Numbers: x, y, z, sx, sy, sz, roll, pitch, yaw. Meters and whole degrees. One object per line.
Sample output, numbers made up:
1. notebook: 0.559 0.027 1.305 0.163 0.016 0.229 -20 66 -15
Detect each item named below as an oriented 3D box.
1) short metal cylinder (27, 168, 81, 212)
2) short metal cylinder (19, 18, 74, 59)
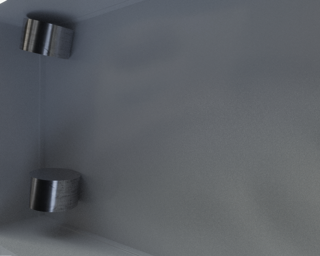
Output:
1. short metal cylinder: -0.175 0.100 0.512 0.080 0.081 0.050 10 97 39
2. short metal cylinder: -0.192 -0.151 0.526 0.080 0.081 0.050 22 104 37
